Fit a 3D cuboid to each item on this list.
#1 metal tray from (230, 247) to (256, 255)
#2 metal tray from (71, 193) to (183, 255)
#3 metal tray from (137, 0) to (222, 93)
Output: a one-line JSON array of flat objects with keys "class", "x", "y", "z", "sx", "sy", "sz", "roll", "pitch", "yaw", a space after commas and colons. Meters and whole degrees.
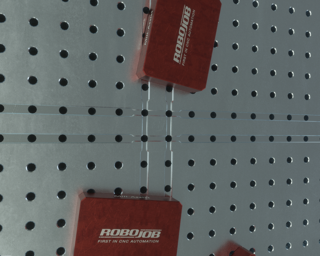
[{"class": "metal tray", "x": 0.129, "y": 0.256, "z": 0.457, "sx": 0.090, "sy": 0.030, "sz": 0.130, "roll": -36, "pitch": 102, "yaw": -16}, {"class": "metal tray", "x": -0.041, "y": 0.133, "z": 0.395, "sx": 0.131, "sy": 0.030, "sz": 0.090, "roll": 8, "pitch": 87, "yaw": -20}, {"class": "metal tray", "x": 0.027, "y": -0.121, "z": 0.419, "sx": 0.091, "sy": 0.030, "sz": 0.129, "roll": 13, "pitch": 86, "yaw": -20}]
